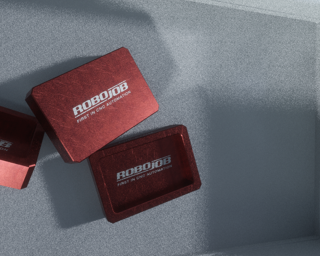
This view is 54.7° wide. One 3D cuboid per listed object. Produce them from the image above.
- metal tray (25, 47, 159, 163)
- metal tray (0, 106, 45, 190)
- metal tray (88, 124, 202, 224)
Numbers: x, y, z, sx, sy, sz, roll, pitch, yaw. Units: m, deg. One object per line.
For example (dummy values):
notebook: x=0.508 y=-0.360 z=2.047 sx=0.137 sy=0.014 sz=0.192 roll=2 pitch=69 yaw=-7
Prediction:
metal tray: x=-0.073 y=-0.029 z=0.362 sx=0.131 sy=0.030 sz=0.090 roll=-36 pitch=102 yaw=-33
metal tray: x=-0.186 y=0.005 z=0.302 sx=0.131 sy=0.090 sz=0.030 roll=20 pitch=114 yaw=-22
metal tray: x=-0.019 y=0.055 z=0.400 sx=0.131 sy=0.030 sz=0.089 roll=-17 pitch=96 yaw=-19
